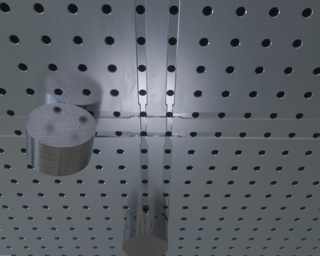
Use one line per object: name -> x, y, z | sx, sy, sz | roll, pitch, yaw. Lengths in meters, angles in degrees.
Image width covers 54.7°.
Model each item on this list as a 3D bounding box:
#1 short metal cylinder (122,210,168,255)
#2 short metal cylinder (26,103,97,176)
short metal cylinder -> -0.026, 0.193, 0.560 | 0.081, 0.050, 0.079 | 0, 130, 0
short metal cylinder -> -0.123, 0.013, 0.385 | 0.081, 0.080, 0.050 | 11, 129, -10
